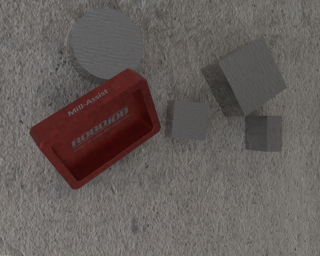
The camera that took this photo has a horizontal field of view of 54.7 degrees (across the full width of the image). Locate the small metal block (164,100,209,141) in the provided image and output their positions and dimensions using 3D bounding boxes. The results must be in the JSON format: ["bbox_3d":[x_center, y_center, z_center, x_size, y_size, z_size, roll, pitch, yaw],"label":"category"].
[{"bbox_3d":[0.036,-0.010,0.422,0.050,0.025,0.050,6,88,-20],"label":"small metal block"}]

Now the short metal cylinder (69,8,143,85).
[{"bbox_3d":[-0.066,-0.094,0.371,0.081,0.050,0.079,0,90,-20],"label":"short metal cylinder"}]

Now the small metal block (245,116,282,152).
[{"bbox_3d":[0.150,0.008,0.451,0.025,0.050,0.050,0,90,-20],"label":"small metal block"}]

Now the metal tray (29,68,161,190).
[{"bbox_3d":[-0.066,0.002,0.355,0.131,0.030,0.090,-35,140,-17],"label":"metal tray"}]

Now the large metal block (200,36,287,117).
[{"bbox_3d":[0.118,-0.070,0.439,0.080,0.050,0.080,-32,101,-17],"label":"large metal block"}]
